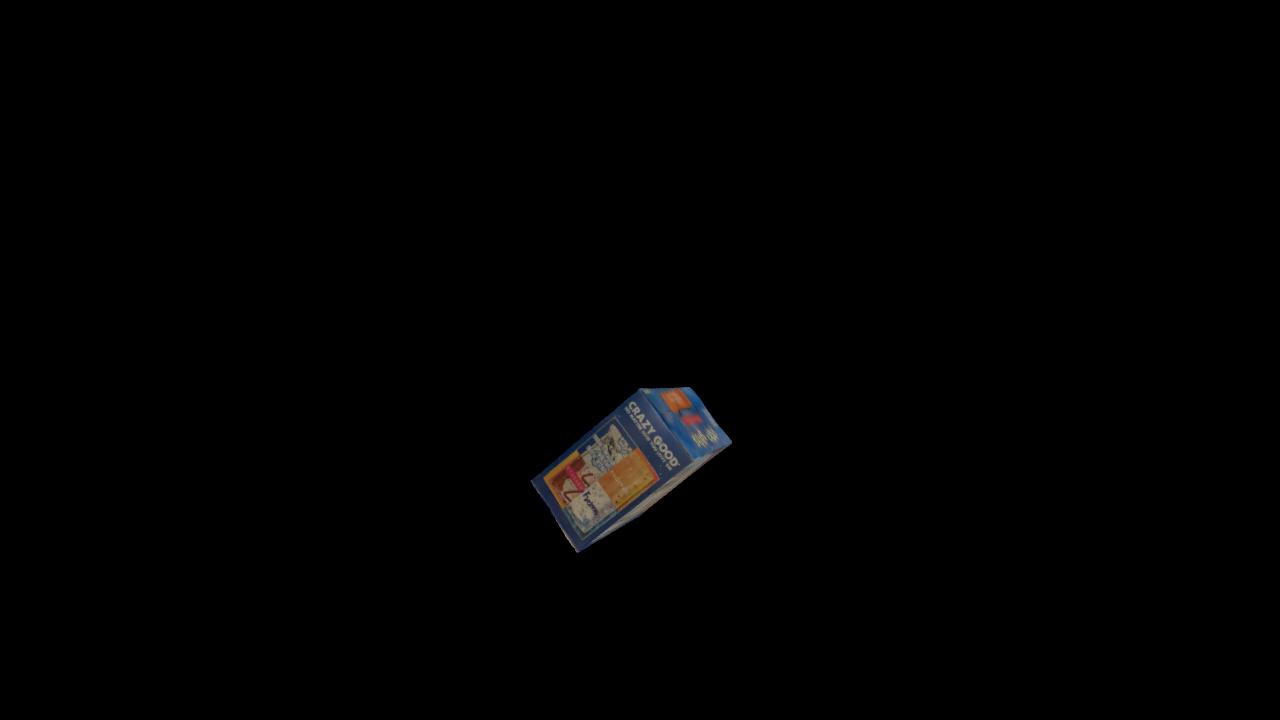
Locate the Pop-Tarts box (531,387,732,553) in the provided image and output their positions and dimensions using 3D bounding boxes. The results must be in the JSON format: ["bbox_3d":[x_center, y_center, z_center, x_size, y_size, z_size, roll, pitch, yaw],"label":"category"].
[{"bbox_3d":[-0.001,0.100,0.614,0.141,0.083,0.167,-41,-14,14],"label":"Pop-Tarts box"}]
